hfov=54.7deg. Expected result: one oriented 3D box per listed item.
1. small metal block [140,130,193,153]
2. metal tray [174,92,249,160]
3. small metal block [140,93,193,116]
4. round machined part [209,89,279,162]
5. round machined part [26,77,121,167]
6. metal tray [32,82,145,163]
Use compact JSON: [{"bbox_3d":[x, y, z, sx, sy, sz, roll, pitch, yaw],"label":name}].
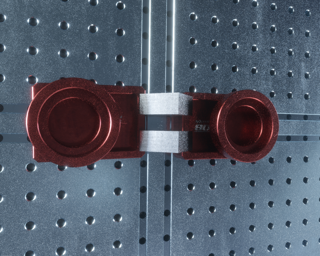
[{"bbox_3d":[0.009,0.016,0.387,0.050,0.050,0.025,1,90,24],"label":"small metal block"},{"bbox_3d":[0.086,-0.002,0.442,0.131,0.030,0.089,1,90,-20],"label":"metal tray"},{"bbox_3d":[0.009,-0.028,0.387,0.050,0.050,0.025,1,90,24],"label":"small metal block"},{"bbox_3d":[0.112,-0.003,0.431,0.099,0.042,0.097,0,90,-20],"label":"round machined part"},{"bbox_3d":[-0.098,-0.006,0.354,0.099,0.042,0.097,0,90,-20],"label":"round machined part"},{"bbox_3d":[-0.085,-0.007,0.380,0.131,0.030,0.089,-1,92,-20],"label":"metal tray"}]
